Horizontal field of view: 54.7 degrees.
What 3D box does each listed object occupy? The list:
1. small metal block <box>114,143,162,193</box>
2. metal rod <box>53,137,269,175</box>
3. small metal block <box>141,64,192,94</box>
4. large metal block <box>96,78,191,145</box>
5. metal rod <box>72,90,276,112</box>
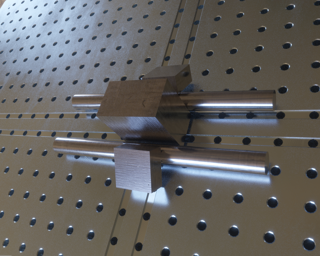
[{"bbox_3d":[-0.026,0.047,0.373,0.050,0.025,0.050,3,101,29],"label":"small metal block"},{"bbox_3d":[-0.020,0.032,0.395,0.300,0.025,0.025,2,63,29],"label":"metal rod"},{"bbox_3d":[0.010,-0.066,0.424,0.050,0.025,0.050,1,28,28],"label":"small metal block"},{"bbox_3d":[-0.017,-0.016,0.386,0.080,0.080,0.050,2,63,29],"label":"large metal block"},{"bbox_3d":[-0.001,-0.036,0.426,0.300,0.025,0.025,2,63,29],"label":"metal rod"}]
